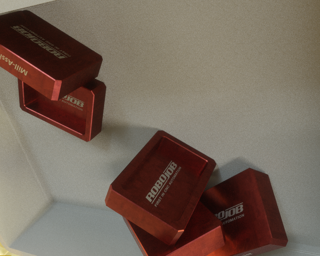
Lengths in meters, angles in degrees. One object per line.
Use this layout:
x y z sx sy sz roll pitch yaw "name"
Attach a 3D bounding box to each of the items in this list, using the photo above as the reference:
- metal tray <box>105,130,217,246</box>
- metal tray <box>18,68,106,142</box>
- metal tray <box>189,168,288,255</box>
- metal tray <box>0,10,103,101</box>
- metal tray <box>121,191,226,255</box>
0.007 0.064 0.377 0.090 0.131 0.030 30 128 9 "metal tray"
-0.146 -0.045 0.454 0.130 0.030 0.089 24 127 13 "metal tray"
0.086 0.118 0.393 0.030 0.090 0.129 21 137 -32 "metal tray"
-0.151 -0.095 0.387 0.130 0.090 0.030 33 129 6 "metal tray"
0.009 0.118 0.394 0.130 0.091 0.030 35 144 60 "metal tray"
